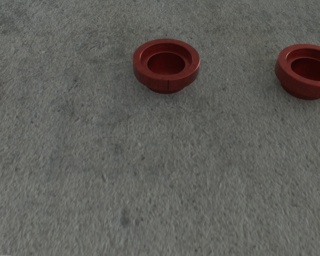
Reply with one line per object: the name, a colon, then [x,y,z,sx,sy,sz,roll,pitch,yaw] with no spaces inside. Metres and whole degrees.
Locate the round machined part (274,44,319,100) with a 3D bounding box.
round machined part: [0.221,-0.080,0.462,0.099,0.042,0.098,0,50,0]

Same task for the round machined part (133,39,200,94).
round machined part: [0.009,-0.089,0.467,0.099,0.042,0.098,0,50,0]
